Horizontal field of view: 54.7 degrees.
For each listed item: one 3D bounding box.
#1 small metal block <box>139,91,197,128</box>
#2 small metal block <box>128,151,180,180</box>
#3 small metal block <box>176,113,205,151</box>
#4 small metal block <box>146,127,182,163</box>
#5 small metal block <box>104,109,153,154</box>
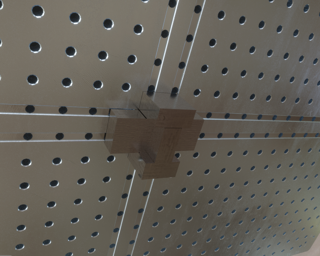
[{"bbox_3d":[0.009,-0.023,0.387,0.050,0.050,0.025,1,118,-29],"label":"small metal block"},{"bbox_3d":[-0.009,0.043,0.418,0.050,0.050,0.025,1,118,-29],"label":"small metal block"},{"bbox_3d":[0.027,0.004,0.430,0.050,0.025,0.050,1,118,-29],"label":"small metal block"},{"bbox_3d":[0.000,0.010,0.402,0.025,0.050,0.050,1,118,-29],"label":"small metal block"},{"bbox_3d":[-0.039,0.004,0.393,0.050,0.025,0.050,0,118,-29],"label":"small metal block"}]
